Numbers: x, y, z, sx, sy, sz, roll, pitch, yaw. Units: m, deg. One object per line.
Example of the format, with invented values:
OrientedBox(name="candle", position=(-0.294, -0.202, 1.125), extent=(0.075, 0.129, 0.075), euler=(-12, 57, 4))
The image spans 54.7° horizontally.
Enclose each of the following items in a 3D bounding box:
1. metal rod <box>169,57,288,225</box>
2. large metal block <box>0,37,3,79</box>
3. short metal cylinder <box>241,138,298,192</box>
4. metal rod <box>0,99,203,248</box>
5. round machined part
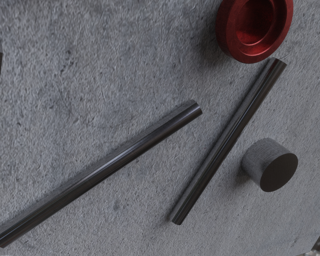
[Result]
OrientedBox(name="metal rod", position=(0.099, 0.029, 0.480), extent=(0.025, 0.025, 0.298), euler=(19, 108, -36))
OrientedBox(name="large metal block", position=(-0.185, -0.041, 0.265), extent=(0.081, 0.050, 0.079), euler=(4, 116, -31))
OrientedBox(name="short metal cylinder", position=(0.189, 0.064, 0.536), extent=(0.081, 0.050, 0.079), euler=(-14, 125, -21))
OrientedBox(name="metal rod", position=(-0.074, 0.055, 0.401), extent=(0.301, 0.025, 0.025), euler=(-34, 129, -6))
OrientedBox(name="round machined part", position=(0.108, -0.131, 0.376), extent=(0.099, 0.042, 0.097), euler=(-14, 125, -21))
